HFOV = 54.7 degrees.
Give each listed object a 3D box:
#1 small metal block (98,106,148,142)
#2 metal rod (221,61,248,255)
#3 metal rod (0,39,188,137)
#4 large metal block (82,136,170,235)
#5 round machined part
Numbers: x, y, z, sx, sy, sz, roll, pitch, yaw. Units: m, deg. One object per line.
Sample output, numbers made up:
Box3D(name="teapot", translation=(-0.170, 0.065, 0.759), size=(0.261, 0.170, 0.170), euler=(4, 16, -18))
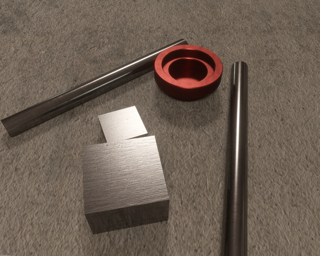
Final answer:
Box3D(name="small metal block", translation=(-0.048, 0.003, 0.400), size=(0.050, 0.025, 0.050), euler=(-16, 52, -14))
Box3D(name="metal rod", translation=(0.097, 0.018, 0.388), size=(0.025, 0.025, 0.300), euler=(8, 50, 6))
Box3D(name="metal rod", translation=(-0.079, -0.068, 0.459), size=(0.302, 0.025, 0.025), euler=(-30, 57, -23))
Box3D(name="large metal block", translation=(-0.038, 0.060, 0.336), size=(0.081, 0.050, 0.080), euler=(-8, 51, -7))
Box3D(name="round machined part", translation=(0.041, -0.077, 0.457), size=(0.099, 0.042, 0.098), euler=(0, 50, 0))
